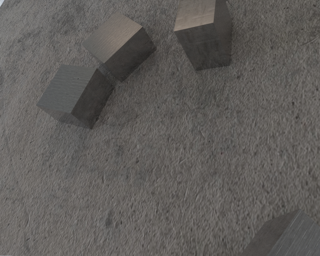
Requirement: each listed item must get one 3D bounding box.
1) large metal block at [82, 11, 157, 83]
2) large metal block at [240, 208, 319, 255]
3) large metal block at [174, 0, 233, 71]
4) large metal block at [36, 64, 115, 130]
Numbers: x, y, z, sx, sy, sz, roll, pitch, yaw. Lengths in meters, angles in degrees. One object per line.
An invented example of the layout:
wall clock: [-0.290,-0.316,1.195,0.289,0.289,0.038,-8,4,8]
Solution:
large metal block: [-0.067,-0.133,0.505,0.080,0.050,0.080,-45,51,-3]
large metal block: [0.099,0.121,0.224,0.080,0.050,0.080,45,61,11]
large metal block: [0.063,-0.137,0.420,0.050,0.080,0.080,-5,60,26]
large metal block: [-0.132,-0.050,0.488,0.080,0.050,0.080,12,68,33]
